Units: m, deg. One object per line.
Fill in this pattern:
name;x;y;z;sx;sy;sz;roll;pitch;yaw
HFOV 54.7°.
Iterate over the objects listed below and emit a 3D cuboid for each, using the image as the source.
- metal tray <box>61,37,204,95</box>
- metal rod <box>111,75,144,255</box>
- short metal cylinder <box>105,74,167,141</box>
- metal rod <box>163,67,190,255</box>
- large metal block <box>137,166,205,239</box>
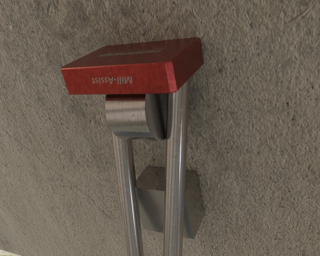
metal tray;-0.028;-0.068;0.338;0.130;0.090;0.030;2;120;26
metal rod;-0.045;0.064;0.411;0.025;0.025;0.298;2;104;27
short metal cylinder;-0.020;-0.026;0.367;0.050;0.080;0.079;2;119;26
metal rod;0.019;0.068;0.379;0.025;0.025;0.298;8;107;23
large metal block;0.014;0.105;0.446;0.080;0.050;0.079;2;119;27
